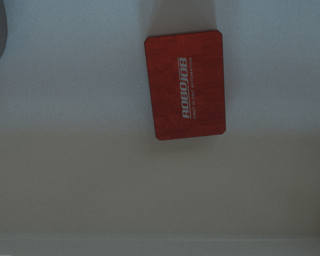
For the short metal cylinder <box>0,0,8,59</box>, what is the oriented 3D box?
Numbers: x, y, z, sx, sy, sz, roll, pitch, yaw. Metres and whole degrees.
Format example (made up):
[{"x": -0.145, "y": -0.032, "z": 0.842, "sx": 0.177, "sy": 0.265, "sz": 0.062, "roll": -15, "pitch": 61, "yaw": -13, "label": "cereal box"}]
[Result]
[{"x": -0.210, "y": -0.112, "z": 0.338, "sx": 0.050, "sy": 0.080, "sz": 0.079, "roll": 6, "pitch": 110, "yaw": -3, "label": "short metal cylinder"}]

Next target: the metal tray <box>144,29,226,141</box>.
[{"x": 0.033, "y": -0.053, "z": 0.390, "sx": 0.091, "sy": 0.030, "sz": 0.129, "roll": -6, "pitch": 110, "yaw": 1, "label": "metal tray"}]
